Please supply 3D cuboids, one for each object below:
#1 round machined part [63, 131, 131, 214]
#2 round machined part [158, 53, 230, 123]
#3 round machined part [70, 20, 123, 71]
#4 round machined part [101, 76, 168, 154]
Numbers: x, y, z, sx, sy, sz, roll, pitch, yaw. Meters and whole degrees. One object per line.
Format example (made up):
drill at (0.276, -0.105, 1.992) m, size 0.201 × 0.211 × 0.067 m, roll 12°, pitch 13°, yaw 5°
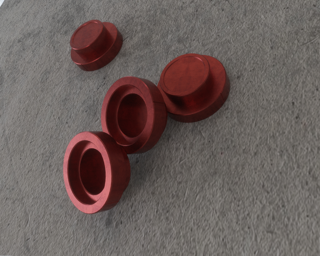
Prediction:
round machined part at (-0.074, 0.053, 0.382) m, size 0.098 × 0.042 × 0.097 m, roll 0°, pitch 89°, yaw 41°
round machined part at (0.039, -0.059, 0.409) m, size 0.098 × 0.042 × 0.098 m, roll -13°, pitch 56°, yaw 21°
round machined part at (-0.119, -0.152, 0.549) m, size 0.098 × 0.042 × 0.098 m, roll -13°, pitch 56°, yaw 21°
round machined part at (-0.029, -0.016, 0.400) m, size 0.098 × 0.042 × 0.097 m, roll -2°, pitch 87°, yaw 41°
